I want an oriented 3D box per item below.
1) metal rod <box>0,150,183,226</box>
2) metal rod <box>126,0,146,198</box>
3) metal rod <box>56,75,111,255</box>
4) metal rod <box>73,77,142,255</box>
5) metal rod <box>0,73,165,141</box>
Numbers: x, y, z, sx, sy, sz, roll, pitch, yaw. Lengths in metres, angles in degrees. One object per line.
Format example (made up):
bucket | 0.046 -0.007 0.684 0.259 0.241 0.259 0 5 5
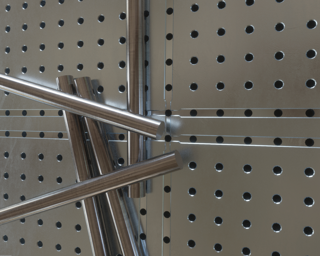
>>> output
metal rod | -0.111 0.087 0.422 0.300 0.025 0.025 -20 84 18
metal rod | -0.033 -0.056 0.423 0.025 0.025 0.298 -1 90 19
metal rod | -0.108 0.070 0.449 0.025 0.025 0.298 -15 85 19
metal rod | -0.070 0.072 0.436 0.025 0.025 0.299 -19 84 19
metal rod | -0.136 -0.038 0.431 0.301 0.025 0.025 17 96 19
